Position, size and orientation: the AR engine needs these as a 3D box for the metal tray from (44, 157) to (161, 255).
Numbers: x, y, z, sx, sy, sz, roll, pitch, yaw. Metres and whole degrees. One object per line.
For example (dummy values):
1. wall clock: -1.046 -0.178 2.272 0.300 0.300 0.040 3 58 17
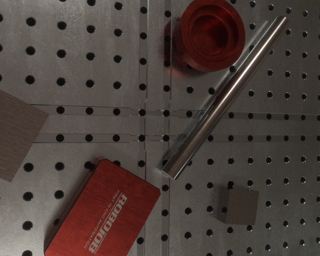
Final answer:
1. metal tray: -0.070 0.112 0.385 0.090 0.030 0.130 33 79 -17

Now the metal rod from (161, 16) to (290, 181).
1. metal rod: 0.102 -0.051 0.451 0.025 0.025 0.300 42 77 -16

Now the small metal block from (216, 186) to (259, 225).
1. small metal block: 0.115 0.114 0.457 0.050 0.025 0.050 9 87 -20

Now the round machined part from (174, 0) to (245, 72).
1. round machined part: 0.064 -0.126 0.429 0.099 0.042 0.097 0 90 -21

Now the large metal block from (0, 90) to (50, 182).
1. large metal block: -0.177 0.002 0.334 0.080 0.050 0.080 29 80 -18
